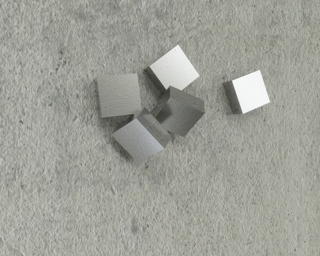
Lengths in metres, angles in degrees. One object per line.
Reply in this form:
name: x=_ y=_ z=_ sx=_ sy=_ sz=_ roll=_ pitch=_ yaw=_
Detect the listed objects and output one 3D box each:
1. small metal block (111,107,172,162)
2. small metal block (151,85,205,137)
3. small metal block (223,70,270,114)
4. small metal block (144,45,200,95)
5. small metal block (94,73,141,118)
small metal block: x=-0.023 y=0.009 z=0.384 sx=0.050 sy=0.050 sz=0.025 roll=48 pitch=40 yaw=-14
small metal block: x=0.022 y=-0.021 z=0.402 sx=0.050 sy=0.050 sz=0.025 roll=22 pitch=40 yaw=-19
small metal block: x=0.127 y=-0.052 z=0.456 sx=0.050 sy=0.025 sz=0.050 roll=-23 pitch=98 yaw=-19
small metal block: x=0.016 y=-0.074 z=0.414 sx=0.050 sy=0.025 sz=0.050 roll=-40 pitch=103 yaw=-16
small metal block: x=-0.053 y=-0.040 z=0.389 sx=0.050 sy=0.025 sz=0.050 roll=-8 pitch=93 yaw=-20
